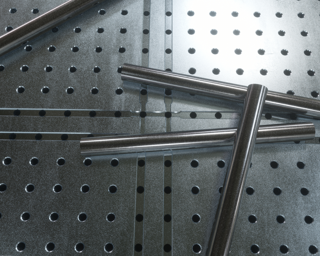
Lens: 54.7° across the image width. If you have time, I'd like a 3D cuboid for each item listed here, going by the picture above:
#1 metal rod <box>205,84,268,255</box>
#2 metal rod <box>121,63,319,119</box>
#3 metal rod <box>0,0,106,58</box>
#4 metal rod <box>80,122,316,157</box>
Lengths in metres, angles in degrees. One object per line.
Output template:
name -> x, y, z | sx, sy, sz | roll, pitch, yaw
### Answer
metal rod -> 0.082, 0.088, 0.363 | 0.025, 0.025, 0.299 | 16, 77, 5
metal rod -> 0.096, -0.050, 0.431 | 0.302, 0.025, 0.025 | 11, 70, 3
metal rod -> -0.128, -0.189, 0.479 | 0.301, 0.025, 0.025 | -34, 74, -12
metal rod -> 0.050, 0.014, 0.407 | 0.302, 0.025, 0.025 | -4, 70, -2
